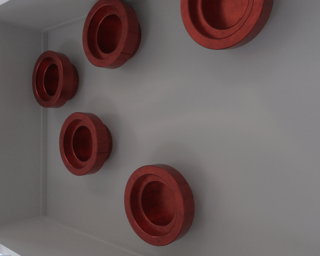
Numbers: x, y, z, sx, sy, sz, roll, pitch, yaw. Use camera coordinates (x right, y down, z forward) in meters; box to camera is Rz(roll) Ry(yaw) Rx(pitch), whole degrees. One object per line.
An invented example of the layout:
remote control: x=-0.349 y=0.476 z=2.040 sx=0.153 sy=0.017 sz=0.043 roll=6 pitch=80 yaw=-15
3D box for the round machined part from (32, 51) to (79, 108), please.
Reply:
round machined part: x=-0.180 y=-0.083 z=0.545 sx=0.098 sy=0.042 sz=0.097 roll=0 pitch=90 yaw=40

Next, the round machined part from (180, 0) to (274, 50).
round machined part: x=0.073 y=-0.133 z=0.327 sx=0.098 sy=0.042 sz=0.097 roll=13 pitch=110 yaw=40

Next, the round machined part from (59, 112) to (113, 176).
round machined part: x=-0.113 y=0.024 z=0.490 sx=0.098 sy=0.042 sz=0.097 roll=0 pitch=90 yaw=40

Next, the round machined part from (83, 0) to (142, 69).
round machined part: x=-0.066 y=-0.134 z=0.450 sx=0.098 sy=0.042 sz=0.097 roll=0 pitch=90 yaw=40

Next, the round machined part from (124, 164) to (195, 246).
round machined part: x=0.003 y=0.094 z=0.393 sx=0.098 sy=0.042 sz=0.097 roll=0 pitch=90 yaw=40
